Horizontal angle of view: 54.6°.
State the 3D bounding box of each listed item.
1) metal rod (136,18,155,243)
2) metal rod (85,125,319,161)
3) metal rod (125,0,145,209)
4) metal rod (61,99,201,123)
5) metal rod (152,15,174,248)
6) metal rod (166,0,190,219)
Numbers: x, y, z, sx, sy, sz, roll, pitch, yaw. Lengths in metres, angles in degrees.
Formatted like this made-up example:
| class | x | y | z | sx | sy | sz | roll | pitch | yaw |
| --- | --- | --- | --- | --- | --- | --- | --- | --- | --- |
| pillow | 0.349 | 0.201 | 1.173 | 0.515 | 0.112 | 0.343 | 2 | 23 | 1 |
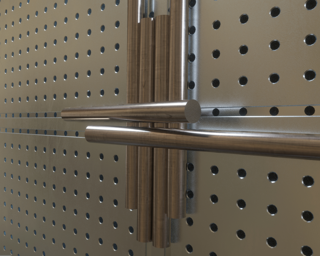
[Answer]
| class | x | y | z | sx | sy | sz | roll | pitch | yaw |
| --- | --- | --- | --- | --- | --- | --- | --- | --- | --- |
| metal rod | -0.017 | 0.003 | 0.423 | 0.025 | 0.025 | 0.298 | 2 | 91 | 40 |
| metal rod | 0.032 | 0.013 | 0.357 | 0.300 | 0.025 | 0.025 | 2 | 92 | 31 |
| metal rod | -0.035 | -0.037 | 0.439 | 0.025 | 0.025 | 0.298 | 1 | 91 | 40 |
| metal rod | -0.064 | -0.021 | 0.433 | 0.299 | 0.025 | 0.025 | 2 | 91 | 49 |
| metal rod | 0.004 | 0.005 | 0.408 | 0.025 | 0.025 | 0.298 | 1 | 91 | 40 |
| metal rod | 0.023 | -0.038 | 0.390 | 0.025 | 0.025 | 0.298 | 1 | 91 | 40 |
